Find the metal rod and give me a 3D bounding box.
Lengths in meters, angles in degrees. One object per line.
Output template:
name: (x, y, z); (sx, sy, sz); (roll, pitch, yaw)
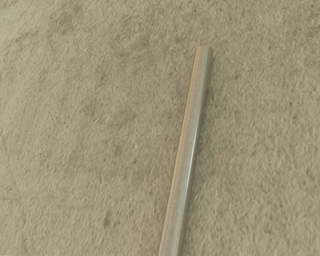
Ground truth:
metal rod: (0.033, 0.023, 0.370); (0.025, 0.025, 0.300); (-2, 61, 27)
